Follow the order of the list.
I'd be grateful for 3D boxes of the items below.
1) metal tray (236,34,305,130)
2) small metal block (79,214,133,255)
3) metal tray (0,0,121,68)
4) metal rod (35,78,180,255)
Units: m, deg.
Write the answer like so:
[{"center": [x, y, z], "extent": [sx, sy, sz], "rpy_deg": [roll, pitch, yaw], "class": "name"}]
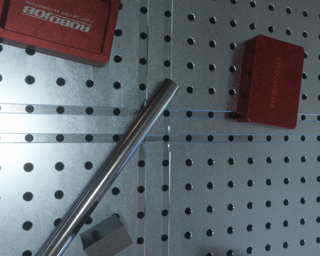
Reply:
[{"center": [0.170, -0.067, 0.475], "extent": [0.091, 0.030, 0.129], "rpy_deg": [9, 87, -20], "class": "metal tray"}, {"center": [-0.066, 0.135, 0.376], "extent": [0.050, 0.050, 0.025], "rpy_deg": [-27, 99, -18], "class": "small metal block"}, {"center": [-0.119, -0.132, 0.365], "extent": [0.131, 0.030, 0.089], "rpy_deg": [11, 86, -20], "class": "metal tray"}, {"center": [-0.068, 0.060, 0.388], "extent": [0.025, 0.025, 0.300], "rpy_deg": [39, 77, -16], "class": "metal rod"}]
